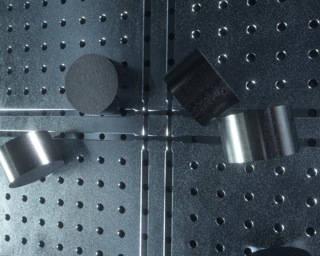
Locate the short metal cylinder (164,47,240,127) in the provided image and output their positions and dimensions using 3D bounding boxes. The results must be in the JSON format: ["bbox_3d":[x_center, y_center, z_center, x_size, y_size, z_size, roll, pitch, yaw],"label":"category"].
[{"bbox_3d":[0.050,-0.048,0.366,0.050,0.080,0.080,-39,78,16],"label":"short metal cylinder"}]

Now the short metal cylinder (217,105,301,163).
[{"bbox_3d":[0.109,0.007,0.345,0.080,0.080,0.050,-11,86,19],"label":"short metal cylinder"}]

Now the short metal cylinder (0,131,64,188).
[{"bbox_3d":[-0.188,0.045,0.450,0.080,0.080,0.050,-33,80,17],"label":"short metal cylinder"}]

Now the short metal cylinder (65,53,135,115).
[{"bbox_3d":[-0.082,-0.058,0.428,0.080,0.050,0.079,0,90,20],"label":"short metal cylinder"}]

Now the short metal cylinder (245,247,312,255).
[{"bbox_3d":[0.130,0.170,0.337,0.080,0.080,0.050,-16,85,19],"label":"short metal cylinder"}]
